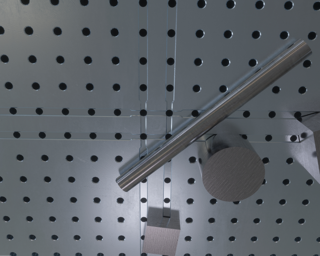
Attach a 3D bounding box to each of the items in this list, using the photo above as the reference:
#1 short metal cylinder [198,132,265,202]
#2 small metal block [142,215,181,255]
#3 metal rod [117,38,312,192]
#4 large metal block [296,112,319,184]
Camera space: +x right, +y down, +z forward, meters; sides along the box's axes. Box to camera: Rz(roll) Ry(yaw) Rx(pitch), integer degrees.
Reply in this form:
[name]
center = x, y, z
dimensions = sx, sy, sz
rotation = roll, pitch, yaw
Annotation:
[short metal cylinder]
center = 0.094, 0.052, 0.420
dimensions = 0.081, 0.050, 0.079
rotation = 0, 110, 0
[small metal block]
center = 0.002, 0.165, 0.474
dimensions = 0.050, 0.025, 0.050
rotation = 8, 110, -3
[metal rod]
center = 0.062, -0.009, 0.410
dimensions = 0.300, 0.025, 0.025
rotation = -38, 106, 12
[large metal block]
center = 0.237, 0.020, 0.410
dimensions = 0.080, 0.050, 0.080
rotation = -17, 109, 6
